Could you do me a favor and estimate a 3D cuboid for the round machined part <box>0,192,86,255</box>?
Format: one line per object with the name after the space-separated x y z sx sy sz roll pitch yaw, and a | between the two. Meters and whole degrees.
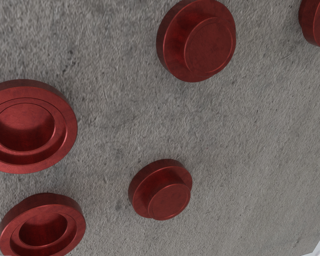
-0.147 0.121 0.390 0.099 0.042 0.097 -14 124 -21 | round machined part

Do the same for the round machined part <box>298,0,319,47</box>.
0.230 -0.161 0.421 0.099 0.042 0.097 -14 124 -21 | round machined part

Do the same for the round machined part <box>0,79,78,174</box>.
-0.139 -0.005 0.317 0.099 0.042 0.097 -14 124 -21 | round machined part

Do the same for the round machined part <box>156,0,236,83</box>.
0.049 -0.098 0.361 0.099 0.042 0.097 -14 124 -21 | round machined part

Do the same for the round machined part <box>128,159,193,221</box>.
0.006 0.098 0.459 0.099 0.042 0.097 -14 124 -21 | round machined part
